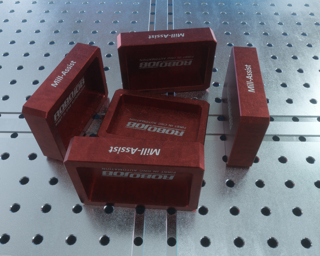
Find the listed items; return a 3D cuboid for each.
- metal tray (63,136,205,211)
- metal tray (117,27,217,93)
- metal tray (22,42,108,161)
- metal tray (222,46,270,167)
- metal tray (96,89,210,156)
[{"bbox_3d":[-0.023,0.050,0.324,0.131,0.090,0.030,3,50,3],"label":"metal tray"},{"bbox_3d":[0.009,-0.093,0.443,0.131,0.090,0.030,-5,50,-4],"label":"metal tray"},{"bbox_3d":[-0.111,-0.035,0.394,0.030,0.090,0.130,14,51,12],"label":"metal tray"},{"bbox_3d":[0.103,-0.029,0.390,0.030,0.090,0.130,4,50,3],"label":"metal tray"},{"bbox_3d":[-0.005,-0.003,0.406,0.131,0.030,0.090,9,50,7],"label":"metal tray"}]
